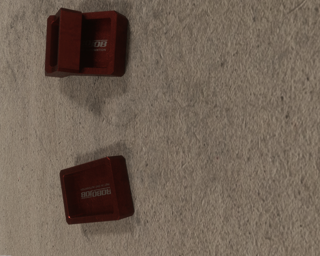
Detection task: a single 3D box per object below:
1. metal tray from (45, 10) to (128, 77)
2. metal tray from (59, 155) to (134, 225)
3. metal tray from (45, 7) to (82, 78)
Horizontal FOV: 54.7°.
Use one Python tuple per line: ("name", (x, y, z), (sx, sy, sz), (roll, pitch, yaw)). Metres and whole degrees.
("metal tray", (-0.115, -0.126, 0.473), (0.130, 0.030, 0.089), (6, 94, 25))
("metal tray", (-0.103, 0.099, 0.483), (0.130, 0.030, 0.090), (-18, 79, 38))
("metal tray", (-0.158, -0.130, 0.498), (0.130, 0.030, 0.089), (10, 97, 61))
